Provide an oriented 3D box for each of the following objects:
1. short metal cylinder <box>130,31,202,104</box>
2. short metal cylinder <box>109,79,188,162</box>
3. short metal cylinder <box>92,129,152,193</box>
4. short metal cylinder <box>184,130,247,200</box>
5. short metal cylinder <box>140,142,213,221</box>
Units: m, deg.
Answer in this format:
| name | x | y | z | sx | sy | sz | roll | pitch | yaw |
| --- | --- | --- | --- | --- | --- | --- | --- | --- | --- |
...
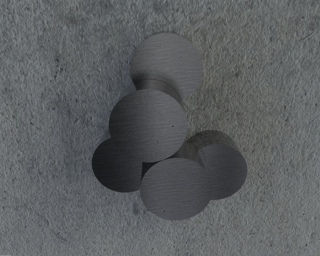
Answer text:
| name | x | y | z | sx | sy | sz | roll | pitch | yaw |
| --- | --- | --- | --- | --- | --- | --- | --- | --- | --- |
| short metal cylinder | 0.007 | -0.074 | 0.371 | 0.081 | 0.050 | 0.079 | 0 | 110 | 0 |
| short metal cylinder | -0.012 | -0.009 | 0.340 | 0.080 | 0.050 | 0.079 | 0 | 110 | 0 |
| short metal cylinder | -0.045 | 0.038 | 0.411 | 0.081 | 0.050 | 0.079 | 0 | 110 | 0 |
| short metal cylinder | 0.070 | 0.049 | 0.416 | 0.081 | 0.050 | 0.079 | 0 | 110 | 0 |
| short metal cylinder | 0.018 | 0.060 | 0.366 | 0.081 | 0.050 | 0.079 | 0 | 110 | -1 |
